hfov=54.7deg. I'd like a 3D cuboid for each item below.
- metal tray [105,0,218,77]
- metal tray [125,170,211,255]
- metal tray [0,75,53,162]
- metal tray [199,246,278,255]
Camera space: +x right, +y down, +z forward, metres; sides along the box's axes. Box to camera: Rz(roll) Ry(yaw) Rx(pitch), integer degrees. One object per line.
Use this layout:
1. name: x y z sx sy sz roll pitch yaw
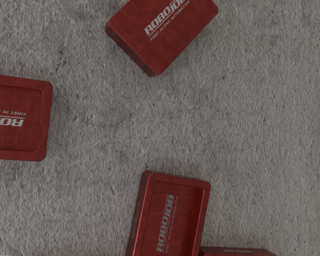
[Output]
1. metal tray: 0.004 -0.143 0.408 0.090 0.030 0.130 45 76 -15
2. metal tray: 0.011 0.127 0.410 0.091 0.030 0.129 13 86 -20
3. metal tray: -0.189 -0.013 0.336 0.131 0.030 0.089 6 88 -20
4. metal tray: 0.105 0.222 0.445 0.131 0.030 0.090 10 87 -20
